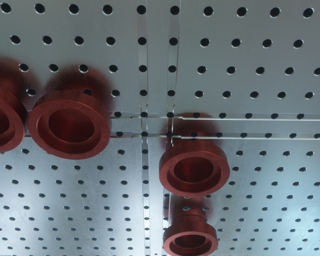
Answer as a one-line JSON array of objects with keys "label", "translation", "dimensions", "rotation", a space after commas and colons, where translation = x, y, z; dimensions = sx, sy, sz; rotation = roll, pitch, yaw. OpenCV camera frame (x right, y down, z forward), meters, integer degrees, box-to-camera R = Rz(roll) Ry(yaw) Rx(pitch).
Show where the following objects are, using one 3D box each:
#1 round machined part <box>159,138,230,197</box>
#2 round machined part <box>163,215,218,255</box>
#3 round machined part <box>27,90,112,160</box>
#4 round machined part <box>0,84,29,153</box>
[{"label": "round machined part", "translation": [0.048, 0.053, 0.446], "dimensions": [0.099, 0.042, 0.097], "rotation": [0, 130, 0]}, {"label": "round machined part", "translation": [0.055, 0.196, 0.568], "dimensions": [0.099, 0.042, 0.097], "rotation": [0, 130, 0]}, {"label": "round machined part", "translation": [-0.110, -0.008, 0.392], "dimensions": [0.099, 0.042, 0.097], "rotation": [0, 130, 0]}, {"label": "round machined part", "translation": [-0.212, -0.018, 0.383], "dimensions": [0.099, 0.042, 0.097], "rotation": [0, 130, 0]}]
